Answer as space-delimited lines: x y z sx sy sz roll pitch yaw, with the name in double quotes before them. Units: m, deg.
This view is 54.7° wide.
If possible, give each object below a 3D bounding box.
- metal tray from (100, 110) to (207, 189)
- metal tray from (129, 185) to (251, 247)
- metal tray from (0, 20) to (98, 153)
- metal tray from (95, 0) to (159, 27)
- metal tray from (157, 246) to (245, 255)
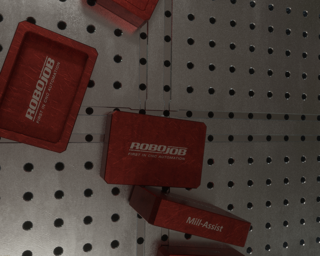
"metal tray" -0.007 0.030 0.409 0.131 0.030 0.089 7 88 -20
"metal tray" 0.035 0.108 0.392 0.131 0.090 0.030 20 84 -19
"metal tray" -0.136 -0.045 0.359 0.091 0.030 0.129 19 84 -20
"metal tray" -0.032 -0.210 0.398 0.090 0.030 0.130 27 81 -19
"metal tray" 0.056 0.218 0.432 0.131 0.030 0.089 11 86 -20
